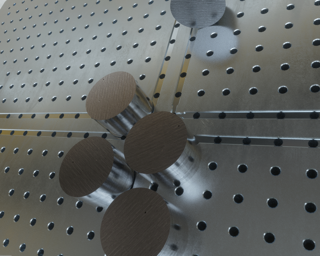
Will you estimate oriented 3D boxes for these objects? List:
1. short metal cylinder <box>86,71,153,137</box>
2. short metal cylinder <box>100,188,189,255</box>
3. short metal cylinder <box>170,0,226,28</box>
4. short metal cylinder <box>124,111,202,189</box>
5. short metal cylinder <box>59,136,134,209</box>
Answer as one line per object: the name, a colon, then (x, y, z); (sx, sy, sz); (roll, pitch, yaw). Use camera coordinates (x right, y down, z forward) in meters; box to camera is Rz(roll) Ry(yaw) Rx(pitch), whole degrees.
short metal cylinder: (-0.058, -0.034, 0.443); (0.080, 0.050, 0.080); (-13, 56, 21)
short metal cylinder: (-0.016, 0.110, 0.333); (0.080, 0.050, 0.080); (-13, 56, 21)
short metal cylinder: (0.057, -0.198, 0.464); (0.080, 0.080, 0.050); (-8, 59, 24)
short metal cylinder: (0.004, 0.027, 0.374); (0.080, 0.050, 0.080); (-13, 56, 21)
short metal cylinder: (-0.081, 0.058, 0.399); (0.080, 0.050, 0.080); (-13, 56, 21)
